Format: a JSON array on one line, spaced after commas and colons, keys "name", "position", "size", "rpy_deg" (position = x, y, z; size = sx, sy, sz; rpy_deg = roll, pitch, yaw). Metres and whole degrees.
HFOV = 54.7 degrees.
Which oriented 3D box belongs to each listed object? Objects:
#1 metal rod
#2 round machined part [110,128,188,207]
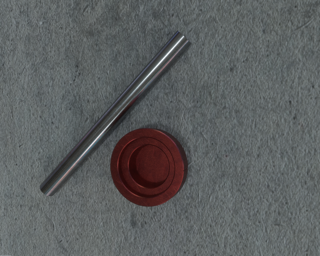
[{"name": "metal rod", "position": [-0.069, -0.012, 0.432], "size": [0.299, 0.025, 0.025], "rpy_deg": [-46, 76, 14]}, {"name": "round machined part", "position": [-0.011, 0.049, 0.403], "size": [0.098, 0.042, 0.097], "rpy_deg": [0, 90, 19]}]
